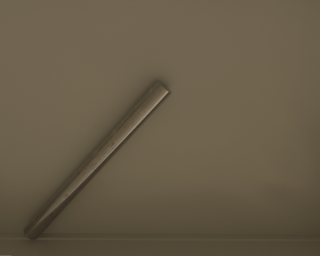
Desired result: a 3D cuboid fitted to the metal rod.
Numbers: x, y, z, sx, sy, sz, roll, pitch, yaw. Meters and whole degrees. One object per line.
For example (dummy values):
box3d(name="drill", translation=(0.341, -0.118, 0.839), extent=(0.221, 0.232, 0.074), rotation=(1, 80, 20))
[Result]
box3d(name="metal rod", translation=(-0.094, 0.053, 0.429), extent=(0.025, 0.025, 0.299), rotation=(40, 105, -14))
